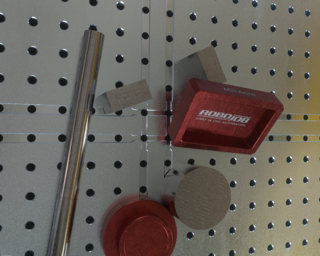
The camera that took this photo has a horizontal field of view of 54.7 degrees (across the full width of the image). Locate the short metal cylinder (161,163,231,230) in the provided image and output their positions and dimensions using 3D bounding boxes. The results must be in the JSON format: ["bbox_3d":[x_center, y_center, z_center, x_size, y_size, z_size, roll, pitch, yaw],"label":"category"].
[{"bbox_3d":[0.047,0.089,0.417,0.081,0.050,0.080,0,90,-20],"label":"short metal cylinder"}]

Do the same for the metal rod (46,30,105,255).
[{"bbox_3d":[-0.103,0.031,0.374,0.025,0.025,0.298,10,87,-20],"label":"metal rod"}]

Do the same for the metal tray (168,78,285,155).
[{"bbox_3d":[0.087,-0.011,0.415,0.131,0.030,0.089,7,127,-20],"label":"metal tray"}]

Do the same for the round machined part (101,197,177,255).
[{"bbox_3d":[-0.023,0.141,0.395,0.099,0.042,0.097,0,90,-20],"label":"round machined part"}]

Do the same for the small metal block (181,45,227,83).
[{"bbox_3d":[0.058,-0.079,0.420,0.025,0.050,0.050,-26,99,-18],"label":"small metal block"}]

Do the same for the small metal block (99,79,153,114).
[{"bbox_3d":[-0.044,-0.038,0.383,0.050,0.050,0.025,-22,98,-19],"label":"small metal block"}]
